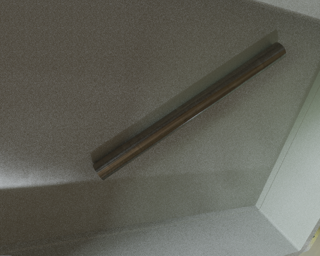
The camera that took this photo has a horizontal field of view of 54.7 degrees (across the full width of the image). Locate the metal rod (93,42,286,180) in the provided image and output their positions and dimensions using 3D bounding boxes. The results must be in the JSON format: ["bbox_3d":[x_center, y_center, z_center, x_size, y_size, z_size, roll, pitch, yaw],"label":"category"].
[{"bbox_3d":[0.044,-0.026,0.418,0.301,0.025,0.025,-34,129,-6],"label":"metal rod"}]
